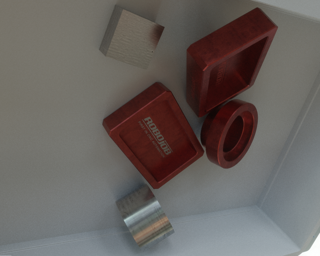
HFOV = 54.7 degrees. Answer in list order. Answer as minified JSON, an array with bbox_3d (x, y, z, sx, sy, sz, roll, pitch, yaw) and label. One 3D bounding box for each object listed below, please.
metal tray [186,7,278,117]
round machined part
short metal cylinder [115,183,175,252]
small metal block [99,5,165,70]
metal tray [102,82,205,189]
[{"bbox_3d":[0.077,-0.069,0.364,0.090,0.030,0.130,-31,160,-7],"label":"metal tray"},{"bbox_3d":[0.095,0.005,0.442,0.099,0.042,0.097,-26,127,-38],"label":"round machined part"},{"bbox_3d":[-0.022,0.127,0.441,0.050,0.080,0.080,-30,129,-10],"label":"short metal cylinder"},{"bbox_3d":[-0.031,-0.096,0.333,0.050,0.025,0.050,12,112,-34],"label":"small metal block"},{"bbox_3d":[-0.004,0.015,0.413,0.090,0.030,0.130,-36,130,-4],"label":"metal tray"}]
